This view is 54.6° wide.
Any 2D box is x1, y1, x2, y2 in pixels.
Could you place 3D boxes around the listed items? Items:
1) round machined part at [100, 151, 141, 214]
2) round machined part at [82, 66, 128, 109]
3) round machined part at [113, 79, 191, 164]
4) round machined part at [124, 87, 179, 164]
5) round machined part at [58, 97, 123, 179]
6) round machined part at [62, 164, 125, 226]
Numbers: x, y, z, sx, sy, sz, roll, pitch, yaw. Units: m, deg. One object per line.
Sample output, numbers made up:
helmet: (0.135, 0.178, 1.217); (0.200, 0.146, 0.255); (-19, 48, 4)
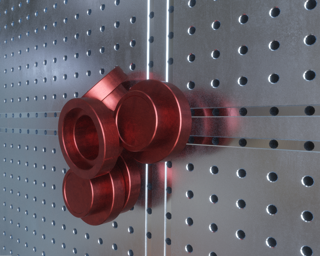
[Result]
round machined part: (-0.077, 0.075, 0.436); (0.098, 0.042, 0.097); (0, 90, 40)
round machined part: (-0.081, -0.040, 0.442); (0.098, 0.098, 0.042); (-34, 104, 35)
round machined part: (-0.016, -0.008, 0.356); (0.098, 0.042, 0.097); (-1, 89, 40)
round machined part: (-0.018, -0.004, 0.387); (0.098, 0.042, 0.097); (0, 90, 40)
round machined part: (-0.081, 0.010, 0.383); (0.098, 0.042, 0.097); (10, 105, 41)
round machined part: (-0.096, 0.084, 0.424); (0.098, 0.042, 0.097); (0, 90, 40)
